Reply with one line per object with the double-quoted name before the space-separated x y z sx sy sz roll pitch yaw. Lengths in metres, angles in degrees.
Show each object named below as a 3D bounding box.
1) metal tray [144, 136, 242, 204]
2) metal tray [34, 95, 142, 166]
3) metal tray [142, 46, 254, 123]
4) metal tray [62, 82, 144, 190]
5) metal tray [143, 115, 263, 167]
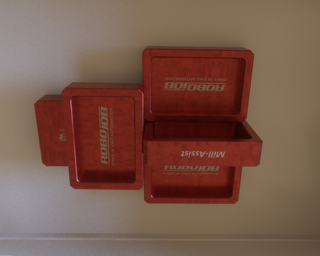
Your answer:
"metal tray" 0.044 0.059 0.429 0.131 0.030 0.089 1 110 -1
"metal tray" -0.089 0.004 0.405 0.131 0.030 0.089 0 110 -1
"metal tray" 0.044 -0.054 0.388 0.131 0.030 0.089 1 110 -1
"metal tray" -0.065 0.012 0.377 0.091 0.030 0.129 1 110 -1
"metal tray" 0.047 0.013 0.379 0.131 0.090 0.030 1 110 -1
